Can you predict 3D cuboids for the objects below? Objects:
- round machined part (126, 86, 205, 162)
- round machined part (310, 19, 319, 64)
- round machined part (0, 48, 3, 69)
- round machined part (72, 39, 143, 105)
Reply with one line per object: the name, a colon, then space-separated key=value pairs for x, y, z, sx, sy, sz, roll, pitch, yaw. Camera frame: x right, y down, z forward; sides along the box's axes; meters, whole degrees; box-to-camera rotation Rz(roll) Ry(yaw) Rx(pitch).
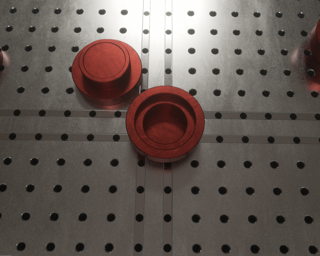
round machined part: x=0.007 y=-0.003 z=0.404 sx=0.099 sy=0.042 sz=0.098 roll=0 pitch=70 yaw=-1
round machined part: x=0.267 y=-0.121 z=0.450 sx=0.099 sy=0.042 sz=0.098 roll=0 pitch=70 yaw=-1
round machined part: x=-0.282 y=-0.103 z=0.437 sx=0.099 sy=0.042 sz=0.098 roll=0 pitch=70 yaw=-1
round machined part: x=-0.074 y=-0.084 z=0.433 sx=0.099 sy=0.042 sz=0.098 roll=0 pitch=70 yaw=-1
